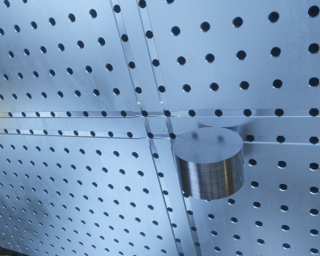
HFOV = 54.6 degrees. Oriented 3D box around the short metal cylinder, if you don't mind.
[{"bbox_3d":[0.058,0.040,0.370,0.080,0.080,0.050,4,120,26],"label":"short metal cylinder"}]
